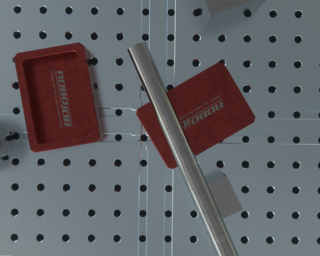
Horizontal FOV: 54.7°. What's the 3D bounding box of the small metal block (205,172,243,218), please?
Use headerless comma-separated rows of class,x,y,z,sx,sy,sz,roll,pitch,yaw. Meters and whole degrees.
small metal block,0.074,0.094,0.414,0.050,0.025,0.050,-26,90,0

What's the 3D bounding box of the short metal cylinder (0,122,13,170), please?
short metal cylinder,-0.242,0.025,0.399,0.081,0.050,0.080,0,90,0

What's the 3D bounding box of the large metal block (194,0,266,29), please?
large metal block,0.085,-0.187,0.401,0.080,0.050,0.080,-21,90,0

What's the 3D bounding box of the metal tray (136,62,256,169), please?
metal tray,0.046,-0.016,0.411,0.130,0.030,0.090,-30,90,0

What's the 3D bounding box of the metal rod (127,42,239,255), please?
metal rod,0.031,0.037,0.382,0.025,0.025,0.299,-24,90,0

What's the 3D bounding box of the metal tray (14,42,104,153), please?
metal tray,-0.131,-0.039,0.409,0.091,0.030,0.129,-10,90,0
